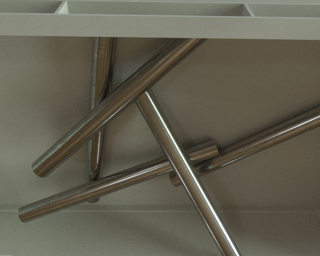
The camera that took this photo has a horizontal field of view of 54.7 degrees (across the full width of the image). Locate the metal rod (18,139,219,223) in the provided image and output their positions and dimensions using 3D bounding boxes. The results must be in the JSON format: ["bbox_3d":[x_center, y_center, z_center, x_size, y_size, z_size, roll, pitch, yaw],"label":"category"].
[{"bbox_3d":[-0.062,0.078,0.447,0.301,0.025,0.025,-20,128,5],"label":"metal rod"}]

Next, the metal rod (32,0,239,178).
[{"bbox_3d":[-0.042,-0.035,0.351,0.299,0.025,0.025,-38,121,18],"label":"metal rod"}]

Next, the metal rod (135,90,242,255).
[{"bbox_3d":[0.045,0.078,0.410,0.025,0.025,0.299,-24,107,18],"label":"metal rod"}]

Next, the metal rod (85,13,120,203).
[{"bbox_3d":[-0.082,0.000,0.408,0.025,0.025,0.298,8,130,-7],"label":"metal rod"}]

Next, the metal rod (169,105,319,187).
[{"bbox_3d":[0.146,0.015,0.422,0.300,0.025,0.025,-27,125,21],"label":"metal rod"}]
